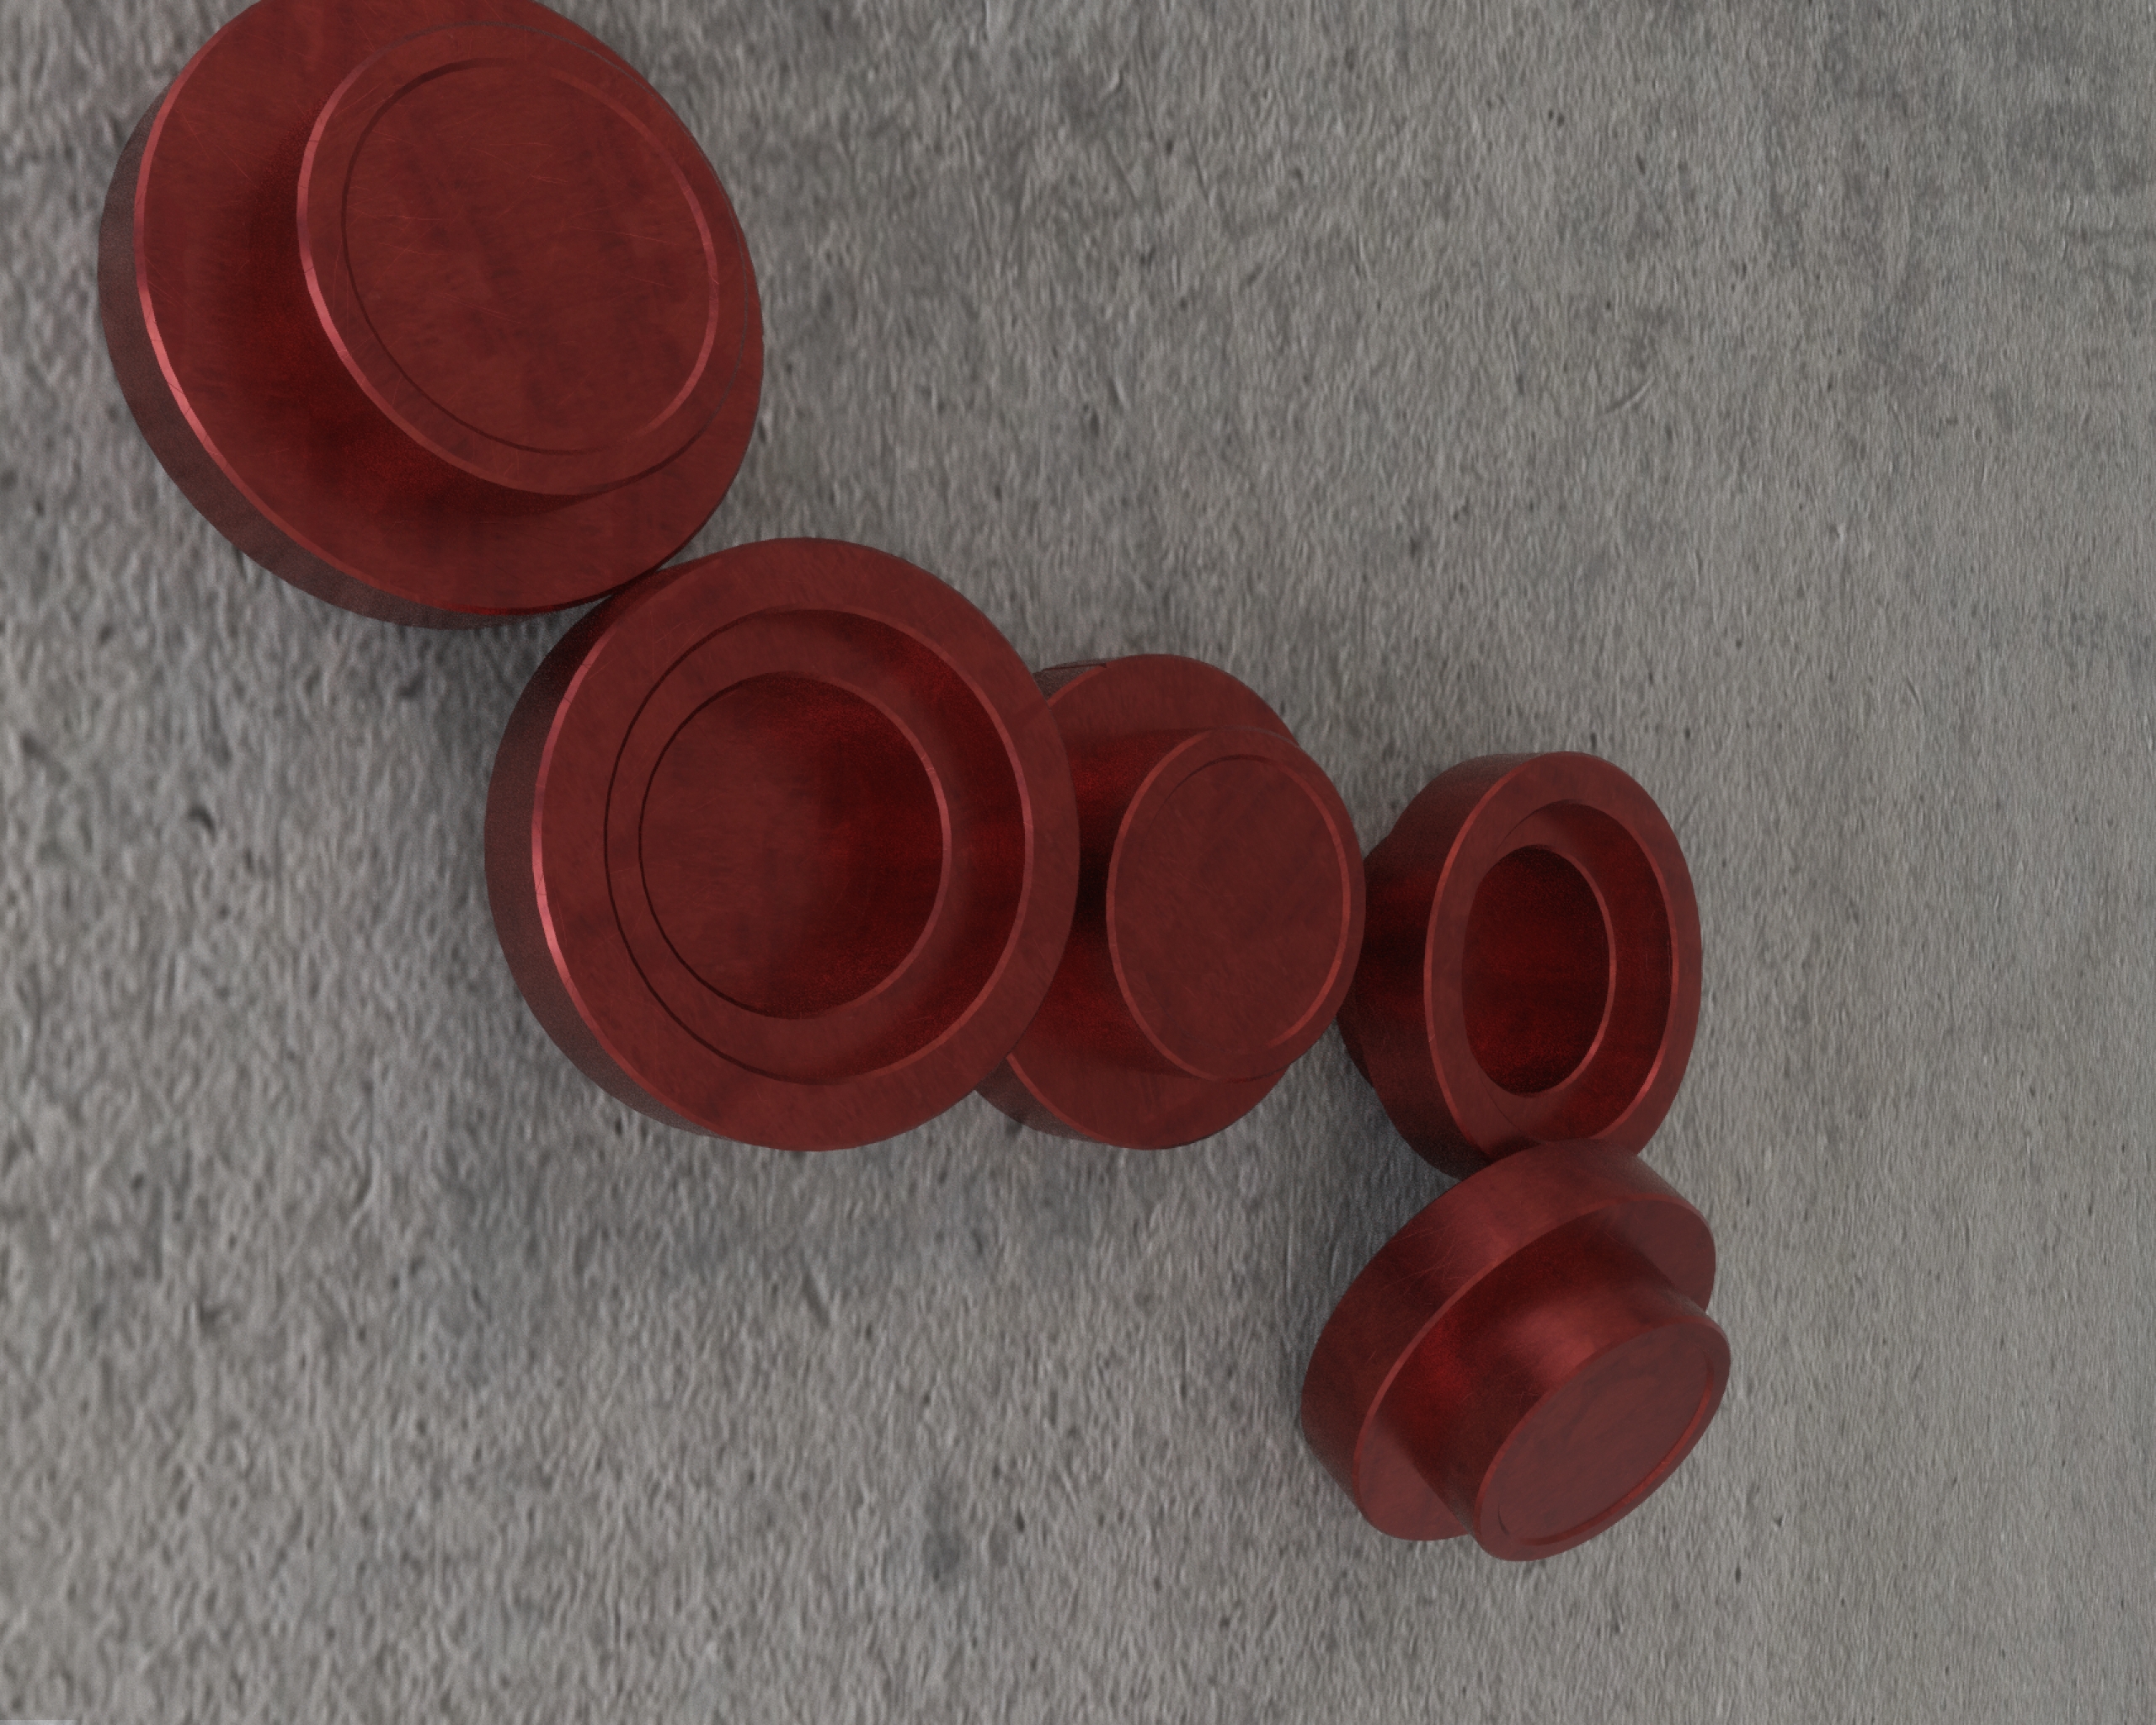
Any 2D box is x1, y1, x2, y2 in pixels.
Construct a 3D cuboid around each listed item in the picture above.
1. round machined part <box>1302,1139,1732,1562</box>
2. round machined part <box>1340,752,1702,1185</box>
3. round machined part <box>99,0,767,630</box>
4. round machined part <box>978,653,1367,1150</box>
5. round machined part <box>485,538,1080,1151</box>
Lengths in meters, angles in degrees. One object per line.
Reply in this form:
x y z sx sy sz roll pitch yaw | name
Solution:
0.101 0.111 0.450 0.099 0.042 0.097 -18 130 -23 | round machined part
0.096 0.024 0.474 0.099 0.042 0.097 0 90 -40 | round machined part
-0.090 -0.086 0.315 0.099 0.042 0.097 2 87 -39 | round machined part
0.018 0.008 0.409 0.099 0.042 0.097 0 90 -40 | round machined part
-0.051 -0.003 0.348 0.099 0.042 0.097 1 88 -36 | round machined part
